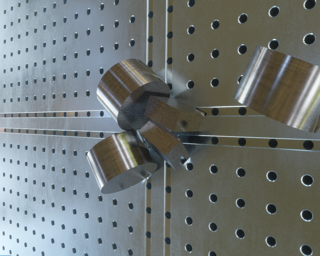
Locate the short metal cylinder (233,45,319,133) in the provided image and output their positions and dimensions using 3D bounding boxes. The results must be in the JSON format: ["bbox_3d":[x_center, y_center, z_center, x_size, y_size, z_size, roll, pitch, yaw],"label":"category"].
[{"bbox_3d":[0.114,-0.036,0.279,0.080,0.081,0.050,34,111,35],"label":"short metal cylinder"}]

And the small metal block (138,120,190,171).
[{"bbox_3d":[0.006,0.021,0.385,0.025,0.050,0.050,-45,57,-8],"label":"small metal block"}]

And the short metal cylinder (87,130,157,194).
[{"bbox_3d":[-0.051,0.046,0.415,0.080,0.081,0.050,-43,64,32],"label":"short metal cylinder"}]

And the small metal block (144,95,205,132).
[{"bbox_3d":[0.018,-0.017,0.378,0.050,0.050,0.025,31,109,36],"label":"small metal block"}]

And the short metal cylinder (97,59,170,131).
[{"bbox_3d":[-0.034,-0.042,0.401,0.050,0.081,0.080,48,118,29],"label":"short metal cylinder"}]
